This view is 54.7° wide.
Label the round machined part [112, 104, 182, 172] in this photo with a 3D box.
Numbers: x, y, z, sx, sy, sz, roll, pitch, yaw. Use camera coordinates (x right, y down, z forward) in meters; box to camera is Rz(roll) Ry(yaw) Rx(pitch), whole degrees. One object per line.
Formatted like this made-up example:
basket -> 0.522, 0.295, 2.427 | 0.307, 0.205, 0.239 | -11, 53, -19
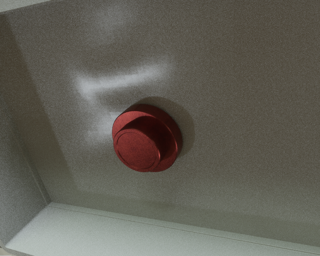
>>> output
round machined part -> -0.023, 0.020, 0.416 | 0.098, 0.042, 0.097 | 13, 124, 20
